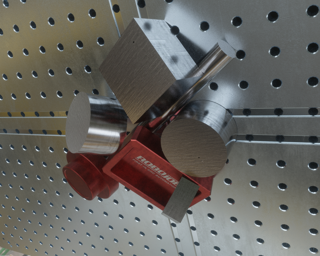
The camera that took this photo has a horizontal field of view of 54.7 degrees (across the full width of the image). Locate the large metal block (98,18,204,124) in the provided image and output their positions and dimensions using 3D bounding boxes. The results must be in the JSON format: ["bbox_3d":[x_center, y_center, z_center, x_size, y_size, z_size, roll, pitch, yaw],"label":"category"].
[{"bbox_3d":[-0.012,-0.063,0.348,0.080,0.050,0.080,-43,74,39],"label":"large metal block"}]

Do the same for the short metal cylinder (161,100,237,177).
[{"bbox_3d":[0.048,0.013,0.377,0.080,0.050,0.079,13,124,21],"label":"short metal cylinder"}]

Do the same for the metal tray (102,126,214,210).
[{"bbox_3d":[-0.003,0.064,0.431,0.130,0.030,0.090,36,130,-13],"label":"metal tray"}]

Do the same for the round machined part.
[{"bbox_3d":[-0.116,0.076,0.491,0.098,0.042,0.097,28,140,26],"label":"round machined part"}]

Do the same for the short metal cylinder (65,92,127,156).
[{"bbox_3d":[-0.086,-0.004,0.411,0.080,0.050,0.080,-16,70,51],"label":"short metal cylinder"}]

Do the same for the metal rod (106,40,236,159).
[{"bbox_3d":[-0.014,-0.004,0.418,0.025,0.025,0.299,44,130,-3],"label":"metal rod"}]

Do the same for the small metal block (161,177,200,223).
[{"bbox_3d":[0.025,0.095,0.402,0.025,0.050,0.050,29,163,7],"label":"small metal block"}]
